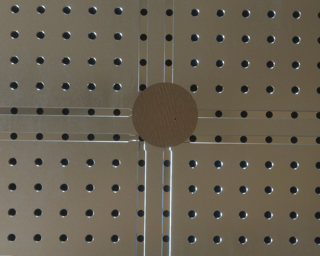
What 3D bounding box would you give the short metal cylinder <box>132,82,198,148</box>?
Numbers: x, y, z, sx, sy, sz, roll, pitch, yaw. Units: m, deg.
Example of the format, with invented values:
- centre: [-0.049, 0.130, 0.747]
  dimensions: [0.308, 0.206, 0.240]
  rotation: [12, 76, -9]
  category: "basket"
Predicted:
- centre: [0.006, -0.016, 0.401]
  dimensions: [0.081, 0.050, 0.079]
  rotation: [0, 90, -1]
  category: "short metal cylinder"
